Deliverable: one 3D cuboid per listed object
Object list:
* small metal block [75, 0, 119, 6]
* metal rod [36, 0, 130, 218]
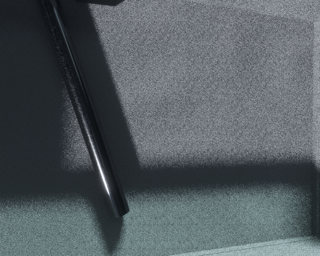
[{"bbox_3d":[-0.073,-0.170,0.370,0.050,0.050,0.025,-1,91,-20],"label":"small metal block"},{"bbox_3d":[-0.095,-0.033,0.375,0.025,0.025,0.298,-20,97,-19],"label":"metal rod"}]
